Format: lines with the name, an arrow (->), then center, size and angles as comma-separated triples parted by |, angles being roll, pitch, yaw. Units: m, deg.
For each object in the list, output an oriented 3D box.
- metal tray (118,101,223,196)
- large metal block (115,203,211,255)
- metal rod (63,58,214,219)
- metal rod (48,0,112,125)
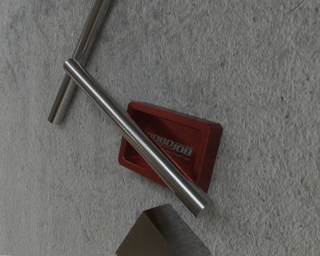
metal tray -> 0.007, 0.023, 0.393 | 0.130, 0.030, 0.089 | 19, 102, 38
large metal block -> 0.001, 0.155, 0.386 | 0.080, 0.050, 0.080 | 45, 117, 30
metal rod -> -0.044, -0.005, 0.399 | 0.300, 0.025, 0.025 | 45, 117, 30
metal rod -> -0.122, -0.133, 0.502 | 0.025, 0.025, 0.298 | 43, 116, 31
